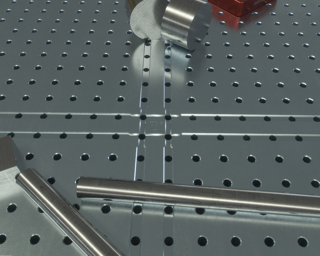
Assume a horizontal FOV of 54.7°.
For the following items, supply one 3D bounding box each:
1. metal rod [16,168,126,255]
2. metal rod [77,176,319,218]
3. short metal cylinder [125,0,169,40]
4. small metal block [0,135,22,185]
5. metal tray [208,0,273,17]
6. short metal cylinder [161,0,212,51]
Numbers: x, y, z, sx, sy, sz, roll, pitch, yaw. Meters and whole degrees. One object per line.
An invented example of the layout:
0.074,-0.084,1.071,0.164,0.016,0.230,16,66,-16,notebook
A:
-0.041,0.133,0.295,0.300,0.025,0.025,34,58,25,metal rod
0.060,0.078,0.343,0.302,0.025,0.025,4,50,3,metal rod
-0.017,-0.203,0.542,0.081,0.080,0.050,-11,51,-9,short metal cylinder
-0.197,0.042,0.370,0.050,0.025,0.050,-20,53,-16,small metal block
0.176,-0.284,0.644,0.131,0.030,0.090,-32,57,-25,metal tray
0.046,-0.178,0.521,0.050,0.080,0.080,29,56,20,short metal cylinder
